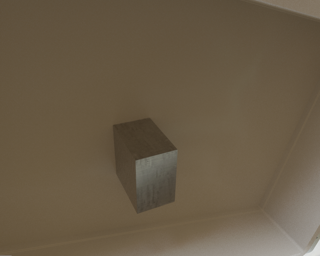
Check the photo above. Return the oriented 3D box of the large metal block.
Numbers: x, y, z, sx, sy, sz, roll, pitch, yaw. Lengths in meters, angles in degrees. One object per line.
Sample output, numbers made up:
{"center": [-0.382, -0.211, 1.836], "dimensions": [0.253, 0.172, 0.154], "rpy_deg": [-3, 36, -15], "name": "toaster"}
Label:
{"center": [-0.020, 0.044, 0.389], "dimensions": [0.050, 0.080, 0.079], "rpy_deg": [-13, 124, -21], "name": "large metal block"}
